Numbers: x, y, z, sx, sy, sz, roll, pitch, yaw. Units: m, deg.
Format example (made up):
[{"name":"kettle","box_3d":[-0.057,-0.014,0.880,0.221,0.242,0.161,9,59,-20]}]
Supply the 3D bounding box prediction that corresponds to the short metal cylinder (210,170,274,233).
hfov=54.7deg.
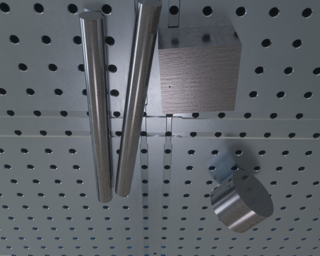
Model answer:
[{"name":"short metal cylinder","box_3d":[0.124,0.111,0.471,0.080,0.080,0.050,27,125,-22]}]

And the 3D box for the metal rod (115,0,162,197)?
[{"name":"metal rod","box_3d":[-0.035,-0.012,0.400,0.025,0.025,0.298,7,130,-6]}]

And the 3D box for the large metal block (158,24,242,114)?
[{"name":"large metal block","box_3d":[0.041,-0.064,0.342,0.080,0.050,0.079,-3,130,2]}]

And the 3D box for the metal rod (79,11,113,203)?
[{"name":"metal rod","box_3d":[-0.080,-0.001,0.410,0.025,0.025,0.298,3,130,-3]}]
